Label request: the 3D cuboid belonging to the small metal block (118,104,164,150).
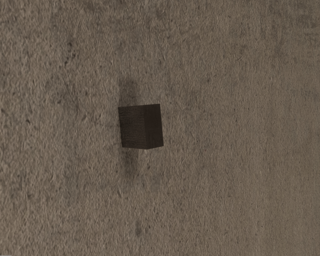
[{"bbox_3d":[-0.023,-0.002,0.371,0.025,0.050,0.050,-9,96,-40],"label":"small metal block"}]
